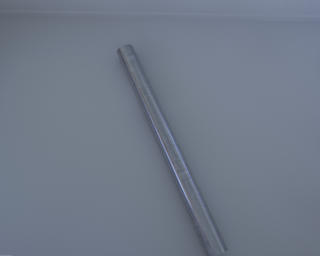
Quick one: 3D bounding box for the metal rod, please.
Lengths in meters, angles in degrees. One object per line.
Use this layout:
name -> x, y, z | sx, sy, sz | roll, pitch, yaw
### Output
metal rod -> 0.008, 0.016, 0.403 | 0.025, 0.025, 0.299 | -22, 72, -8
